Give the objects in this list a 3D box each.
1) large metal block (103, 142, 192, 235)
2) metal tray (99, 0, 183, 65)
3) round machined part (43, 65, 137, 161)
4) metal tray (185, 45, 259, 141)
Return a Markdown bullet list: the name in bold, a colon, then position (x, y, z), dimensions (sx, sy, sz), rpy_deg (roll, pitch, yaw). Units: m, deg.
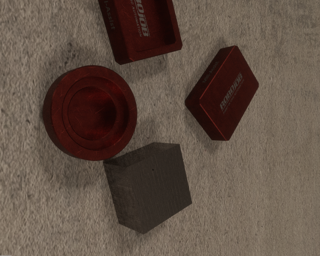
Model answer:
- **large metal block**: position (-0.013, 0.069, 0.379), dimensions (0.081, 0.050, 0.079), rpy_deg (-21, 104, -38)
- **metal tray**: position (-0.027, -0.151, 0.380), dimensions (0.091, 0.030, 0.129), rpy_deg (-24, 106, -38)
- **round machined part**: position (-0.076, -0.015, 0.331), dimensions (0.099, 0.042, 0.097), rpy_deg (0, 90, -40)
- **metal tray**: position (0.102, -0.055, 0.490), dimensions (0.090, 0.030, 0.130), rpy_deg (50, 61, -29)
